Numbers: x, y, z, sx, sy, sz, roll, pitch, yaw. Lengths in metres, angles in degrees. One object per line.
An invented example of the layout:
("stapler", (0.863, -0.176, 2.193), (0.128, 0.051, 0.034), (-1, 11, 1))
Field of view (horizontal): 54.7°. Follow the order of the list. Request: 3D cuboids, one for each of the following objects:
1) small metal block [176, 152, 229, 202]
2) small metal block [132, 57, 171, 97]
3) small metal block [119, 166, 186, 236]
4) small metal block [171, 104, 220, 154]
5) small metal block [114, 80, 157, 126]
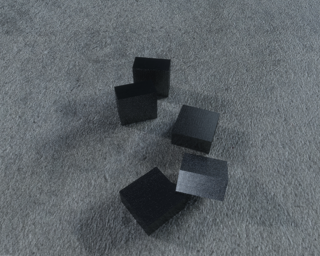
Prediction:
("small metal block", (0.047, 0.053, 0.343), (0.050, 0.025, 0.050), (11, 18, 7))
("small metal block", (-0.011, -0.073, 0.448), (0.050, 0.050, 0.025), (5, 50, 4))
("small metal block", (-0.008, 0.078, 0.337), (0.050, 0.025, 0.050), (-31, 57, -24))
("small metal block", (0.046, 0.001, 0.403), (0.050, 0.025, 0.050), (15, 51, 12))
("small metal block", (-0.031, -0.033, 0.415), (0.050, 0.050, 0.025), (-13, 51, -10))
